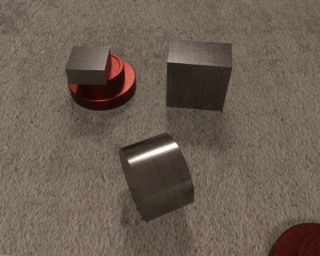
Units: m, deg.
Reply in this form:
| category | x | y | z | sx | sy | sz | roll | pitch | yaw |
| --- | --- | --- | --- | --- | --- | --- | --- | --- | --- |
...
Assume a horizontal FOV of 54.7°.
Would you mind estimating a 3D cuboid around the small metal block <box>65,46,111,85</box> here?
| category | x | y | z | sx | sy | sz | roll | pitch | yaw |
| --- | --- | --- | --- | --- | --- | --- | --- | --- | --- |
| small metal block | -0.095 | -0.085 | 0.419 | 0.050 | 0.025 | 0.050 | 1 | 50 | 0 |

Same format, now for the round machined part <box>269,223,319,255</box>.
| category | x | y | z | sx | sy | sz | roll | pitch | yaw |
| --- | --- | --- | --- | --- | --- | --- | --- | --- | --- |
| round machined part | 0.153 | 0.133 | 0.282 | 0.099 | 0.042 | 0.098 | 0 | 50 | 0 |

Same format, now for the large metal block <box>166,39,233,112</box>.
| category | x | y | z | sx | sy | sz | roll | pitch | yaw |
| --- | --- | --- | --- | --- | --- | --- | --- | --- | --- |
| large metal block | 0.052 | -0.072 | 0.428 | 0.080 | 0.080 | 0.050 | 6 | 50 | 4 |

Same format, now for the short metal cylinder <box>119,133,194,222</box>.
| category | x | y | z | sx | sy | sz | roll | pitch | yaw |
| --- | --- | --- | --- | --- | --- | --- | --- | --- | --- |
| short metal cylinder | -0.006 | 0.051 | 0.325 | 0.050 | 0.080 | 0.080 | -19 | 53 | -15 |

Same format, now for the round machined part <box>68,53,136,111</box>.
| category | x | y | z | sx | sy | sz | roll | pitch | yaw |
| --- | --- | --- | --- | --- | --- | --- | --- | --- | --- |
| round machined part | -0.085 | -0.075 | 0.454 | 0.099 | 0.042 | 0.098 | 0 | 50 | 0 |
